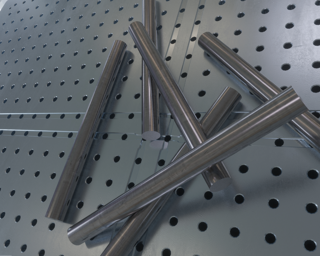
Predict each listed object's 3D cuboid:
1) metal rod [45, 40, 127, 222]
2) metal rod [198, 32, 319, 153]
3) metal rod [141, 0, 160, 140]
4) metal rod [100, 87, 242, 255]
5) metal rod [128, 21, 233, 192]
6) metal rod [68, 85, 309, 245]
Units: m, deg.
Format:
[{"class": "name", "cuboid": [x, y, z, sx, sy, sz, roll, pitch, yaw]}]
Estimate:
[{"class": "metal rod", "cuboid": [-0.104, -0.011, 0.470, 0.025, 0.025, 0.300, 1, 62, 29]}, {"class": "metal rod", "cuboid": [0.133, -0.034, 0.359, 0.025, 0.025, 0.300, -38, 51, 3]}, {"class": "metal rod", "cuboid": [-0.016, -0.116, 0.489, 0.025, 0.025, 0.300, -15, 55, 20]}, {"class": "metal rod", "cuboid": [0.001, 0.074, 0.362, 0.025, 0.025, 0.300, 30, 78, 38]}, {"class": "metal rod", "cuboid": [0.011, -0.051, 0.400, 0.025, 0.025, 0.300, -31, 52, 8]}, {"class": "metal rod", "cuboid": [0.007, 0.054, 0.321, 0.299, 0.025, 0.025, -36, 49, 25]}]
